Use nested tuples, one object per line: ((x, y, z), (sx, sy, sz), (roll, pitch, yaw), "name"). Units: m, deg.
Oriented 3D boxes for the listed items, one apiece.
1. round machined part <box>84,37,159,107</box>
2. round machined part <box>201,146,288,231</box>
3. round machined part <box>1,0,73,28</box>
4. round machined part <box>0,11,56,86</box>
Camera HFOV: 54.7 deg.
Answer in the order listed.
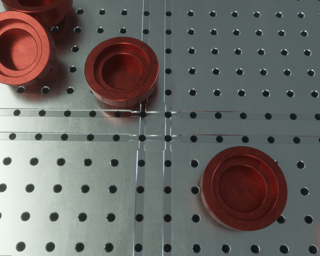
((-0.051, -0.073, 0.429), (0.099, 0.042, 0.098), (0, 70, -1), "round machined part")
((0.098, 0.074, 0.377), (0.099, 0.042, 0.098), (0, 70, -1), "round machined part")
((-0.180, -0.187, 0.462), (0.099, 0.042, 0.098), (3, 58, -4), "round machined part")
((-0.193, -0.106, 0.427), (0.099, 0.042, 0.097), (0, 93, 1), "round machined part")
